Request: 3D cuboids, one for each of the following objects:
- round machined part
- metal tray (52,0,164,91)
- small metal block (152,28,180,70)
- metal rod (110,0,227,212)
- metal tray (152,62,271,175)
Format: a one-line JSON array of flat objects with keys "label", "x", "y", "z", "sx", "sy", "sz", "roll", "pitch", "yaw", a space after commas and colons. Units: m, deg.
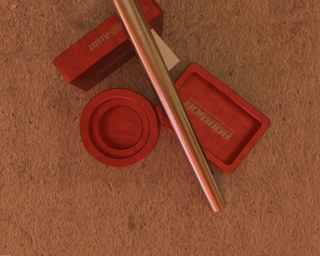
[{"label": "round machined part", "x": -0.048, "y": -0.001, "z": 0.398, "sx": 0.099, "sy": 0.042, "sz": 0.097, "roll": 0, "pitch": 93, "yaw": 5}, {"label": "metal tray", "x": -0.057, "y": -0.099, "z": 0.377, "sx": 0.130, "sy": 0.090, "sz": 0.030, "roll": -37, "pitch": 90, "yaw": 0}, {"label": "small metal block", "x": -0.005, "y": -0.096, "z": 0.394, "sx": 0.025, "sy": 0.050, "sz": 0.050, "roll": -43, "pitch": 105, "yaw": 2}, {"label": "metal rod", "x": 0.016, "y": -0.021, "z": 0.358, "sx": 0.025, "sy": 0.025, "sz": 0.299, "roll": -26, "pitch": 112, "yaw": 0}, {"label": "metal tray", "x": 0.066, "y": -0.012, "z": 0.409, "sx": 0.130, "sy": 0.030, "sz": 0.090, "roll": 38, "pitch": 90, "yaw": -1}]
